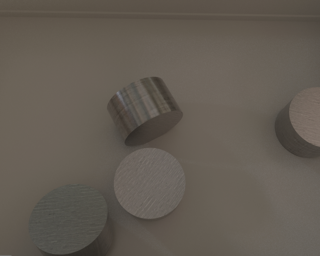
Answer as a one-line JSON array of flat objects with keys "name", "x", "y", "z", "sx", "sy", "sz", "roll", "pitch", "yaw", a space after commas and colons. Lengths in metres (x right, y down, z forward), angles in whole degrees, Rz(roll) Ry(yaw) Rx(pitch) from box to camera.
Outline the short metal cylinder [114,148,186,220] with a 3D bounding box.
[{"name": "short metal cylinder", "x": -0.012, "y": 0.069, "z": 0.371, "sx": 0.081, "sy": 0.050, "sz": 0.080, "roll": 0, "pitch": 70, "yaw": 0}]

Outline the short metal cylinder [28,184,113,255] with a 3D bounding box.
[{"name": "short metal cylinder", "x": -0.095, "y": 0.109, "z": 0.340, "sx": 0.081, "sy": 0.050, "sz": 0.080, "roll": 0, "pitch": 46, "yaw": 0}]

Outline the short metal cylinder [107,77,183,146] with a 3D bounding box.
[{"name": "short metal cylinder", "x": -0.019, "y": -0.019, "z": 0.387, "sx": 0.080, "sy": 0.080, "sz": 0.050, "roll": -26, "pitch": 73, "yaw": -9}]

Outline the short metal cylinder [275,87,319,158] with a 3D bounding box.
[{"name": "short metal cylinder", "x": 0.198, "y": -0.006, "z": 0.401, "sx": 0.081, "sy": 0.050, "sz": 0.080, "roll": 0, "pitch": 70, "yaw": 0}]
